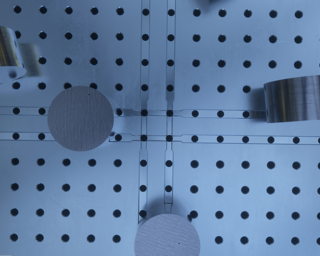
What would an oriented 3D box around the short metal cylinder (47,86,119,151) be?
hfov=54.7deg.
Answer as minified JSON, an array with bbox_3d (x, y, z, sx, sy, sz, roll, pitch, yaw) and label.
[{"bbox_3d":[-0.096,-0.012,0.400,0.081,0.050,0.079,0,90,0],"label":"short metal cylinder"}]

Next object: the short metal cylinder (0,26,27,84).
[{"bbox_3d":[-0.215,-0.087,0.384,0.080,0.080,0.050,-16,90,0],"label":"short metal cylinder"}]

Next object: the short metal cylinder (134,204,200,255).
[{"bbox_3d":[0.009,0.144,0.401,0.081,0.050,0.079,0,90,0],"label":"short metal cylinder"}]

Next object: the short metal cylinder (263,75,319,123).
[{"bbox_3d":[0.174,-0.034,0.387,0.081,0.080,0.050,-5,90,0],"label":"short metal cylinder"}]
